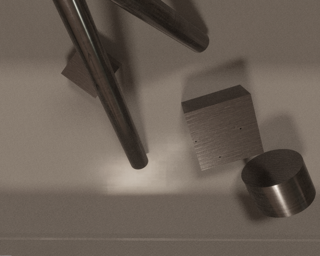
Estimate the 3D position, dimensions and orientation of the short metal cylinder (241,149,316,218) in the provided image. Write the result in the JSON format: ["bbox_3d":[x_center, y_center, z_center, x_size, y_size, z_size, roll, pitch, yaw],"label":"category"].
[{"bbox_3d":[0.156,0.071,0.411,0.080,0.080,0.050,-26,108,9],"label":"short metal cylinder"}]

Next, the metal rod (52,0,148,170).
[{"bbox_3d":[-0.058,-0.050,0.321,0.025,0.025,0.299,-13,137,4],"label":"metal rod"}]

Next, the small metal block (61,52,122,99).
[{"bbox_3d":[-0.084,-0.074,0.383,0.050,0.025,0.050,37,106,-13],"label":"small metal block"}]

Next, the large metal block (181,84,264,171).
[{"bbox_3d":[0.079,-0.001,0.399,0.080,0.050,0.080,-17,110,5],"label":"large metal block"}]

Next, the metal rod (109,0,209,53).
[{"bbox_3d":[-0.037,-0.117,0.254,0.025,0.302,0.025,-4,83,34],"label":"metal rod"}]
